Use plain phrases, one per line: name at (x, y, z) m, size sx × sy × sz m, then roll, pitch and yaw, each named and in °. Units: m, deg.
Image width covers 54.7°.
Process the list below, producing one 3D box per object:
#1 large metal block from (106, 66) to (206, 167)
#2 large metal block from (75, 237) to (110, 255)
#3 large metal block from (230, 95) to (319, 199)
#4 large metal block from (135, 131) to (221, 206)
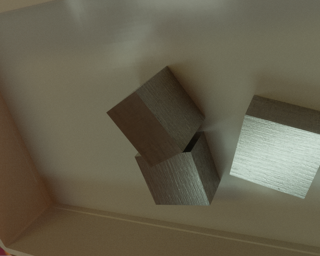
large metal block at (-0.001, -0.015, 0.363) m, size 0.050 × 0.080 × 0.080 m, roll -31°, pitch 102°, yaw 37°
large metal block at (-0.144, 0.286, 0.626) m, size 0.050 × 0.080 × 0.079 m, roll 19°, pitch 126°, yaw 17°
large metal block at (0.129, 0.019, 0.336) m, size 0.080 × 0.050 × 0.079 m, roll 17°, pitch 125°, yaw 18°
large metal block at (0.025, 0.055, 0.412) m, size 0.080 × 0.050 × 0.080 m, roll -8°, pitch 115°, yaw 31°
